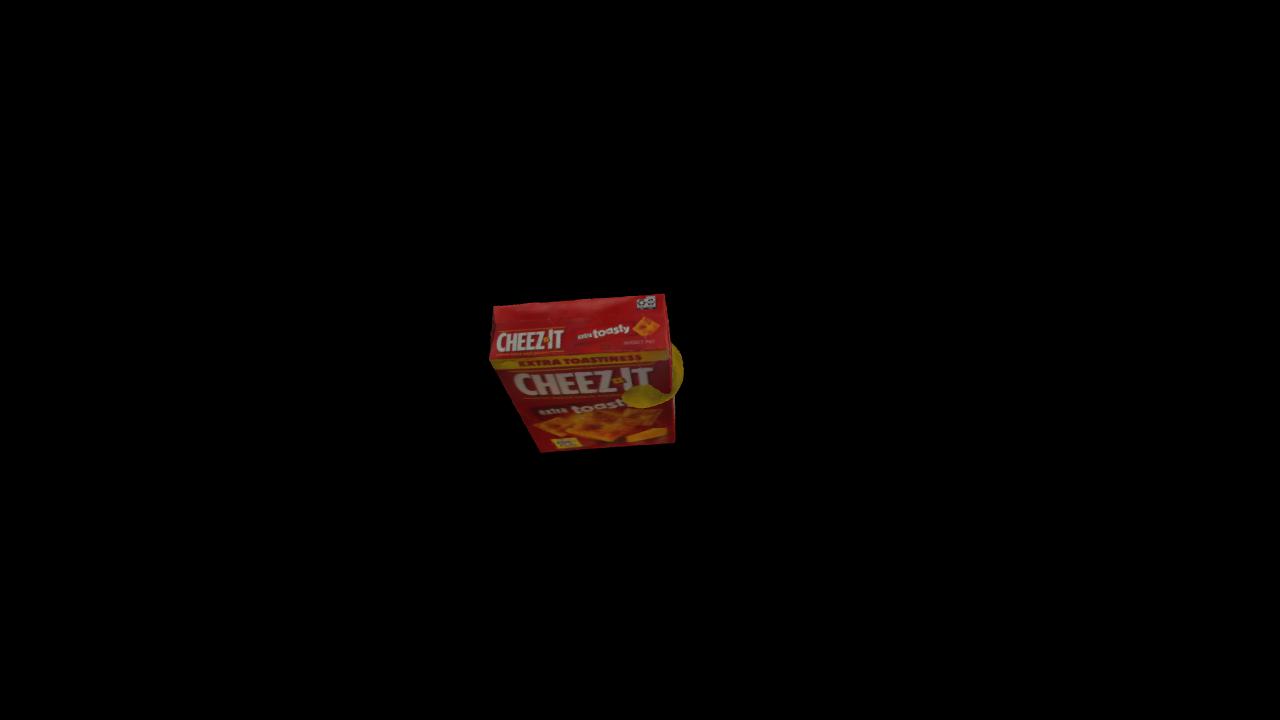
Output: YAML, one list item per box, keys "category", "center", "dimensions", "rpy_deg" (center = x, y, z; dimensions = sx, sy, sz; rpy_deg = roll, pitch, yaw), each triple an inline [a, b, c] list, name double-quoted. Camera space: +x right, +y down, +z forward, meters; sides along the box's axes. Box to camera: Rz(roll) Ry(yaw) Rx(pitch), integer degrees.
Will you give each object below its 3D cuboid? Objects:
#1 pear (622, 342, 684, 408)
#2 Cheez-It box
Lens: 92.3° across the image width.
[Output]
- category: "pear"
  center: [-0.009, 0.002, 0.640]
  dimensions: [0.080, 0.080, 0.111]
  rpy_deg: [0, 18, -40]
- category: "Cheez-It box"
  center: [-0.047, 0.023, 0.649]
  dimensions: [0.166, 0.071, 0.223]
  rpy_deg: [-4, -31, 2]
